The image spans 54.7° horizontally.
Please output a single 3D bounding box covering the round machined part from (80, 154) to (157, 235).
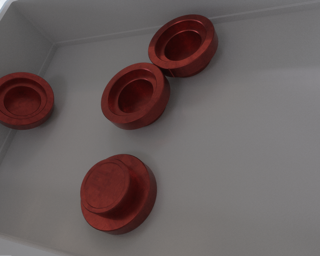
[{"bbox_3d":[-0.057,0.076,0.378,0.098,0.042,0.098,-13,56,21],"label":"round machined part"}]

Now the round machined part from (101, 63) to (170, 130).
[{"bbox_3d":[-0.030,-0.040,0.435,0.098,0.042,0.098,-13,57,22],"label":"round machined part"}]

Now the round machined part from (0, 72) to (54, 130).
[{"bbox_3d":[-0.229,-0.041,0.520,0.099,0.042,0.098,6,66,-14],"label":"round machined part"}]

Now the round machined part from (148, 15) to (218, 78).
[{"bbox_3d":[0.036,-0.111,0.444,0.098,0.042,0.098,-13,56,21],"label":"round machined part"}]
